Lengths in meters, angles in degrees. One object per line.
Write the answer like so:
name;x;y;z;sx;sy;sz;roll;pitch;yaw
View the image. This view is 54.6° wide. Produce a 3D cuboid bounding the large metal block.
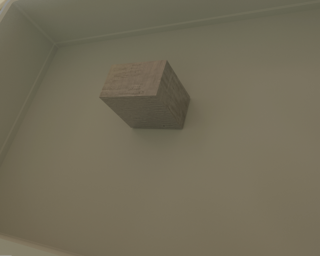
large metal block;-0.017;-0.040;0.402;0.080;0.080;0.050;1;63;28
